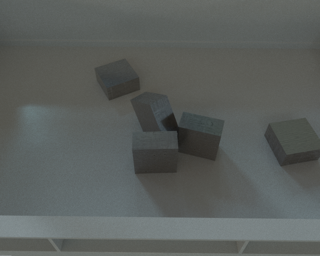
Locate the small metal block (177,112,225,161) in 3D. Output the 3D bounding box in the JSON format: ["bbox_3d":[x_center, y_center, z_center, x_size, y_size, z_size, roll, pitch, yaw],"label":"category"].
[{"bbox_3d":[0.048,0.011,0.380,0.050,0.050,0.025,13,51,10],"label":"small metal block"}]

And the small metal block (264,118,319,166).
[{"bbox_3d":[0.169,0.017,0.392,0.050,0.025,0.050,-8,51,-7],"label":"small metal block"}]

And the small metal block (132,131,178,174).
[{"bbox_3d":[-0.005,0.029,0.364,0.050,0.050,0.025,-2,50,-1],"label":"small metal block"}]

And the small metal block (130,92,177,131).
[{"bbox_3d":[-0.007,-0.016,0.390,0.025,0.050,0.050,-32,26,-24],"label":"small metal block"}]

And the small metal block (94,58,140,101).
[{"bbox_3d":[-0.064,-0.074,0.467,0.050,0.025,0.050,-22,54,-18],"label":"small metal block"}]
